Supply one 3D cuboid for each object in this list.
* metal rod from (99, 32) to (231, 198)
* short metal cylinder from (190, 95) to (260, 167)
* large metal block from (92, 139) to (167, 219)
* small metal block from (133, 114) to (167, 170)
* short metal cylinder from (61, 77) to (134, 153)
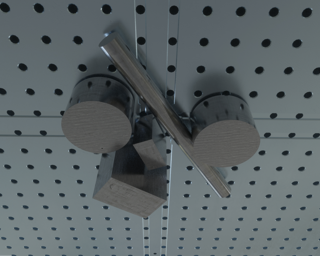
[{"bbox_3d":[0.024,0.003,0.410,0.025,0.025,0.300,-25,126,20],"label":"metal rod"},{"bbox_3d":[0.081,0.005,0.395,0.081,0.050,0.079,0,130,0],"label":"short metal cylinder"},{"bbox_3d":[-0.038,0.065,0.425,0.080,0.080,0.050,28,125,-21],"label":"large metal block"},{"bbox_3d":[-0.012,0.018,0.405,0.025,0.050,0.050,-17,128,13],"label":"small metal block"},{"bbox_3d":[-0.073,-0.015,0.377,0.081,0.050,0.079,0,130,0],"label":"short metal cylinder"}]
